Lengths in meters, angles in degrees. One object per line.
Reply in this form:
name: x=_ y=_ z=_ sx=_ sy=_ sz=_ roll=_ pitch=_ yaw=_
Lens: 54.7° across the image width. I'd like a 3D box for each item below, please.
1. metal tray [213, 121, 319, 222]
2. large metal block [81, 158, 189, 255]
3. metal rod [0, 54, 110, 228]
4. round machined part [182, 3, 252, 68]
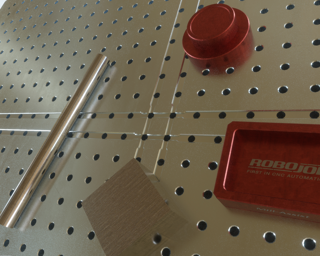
metal tray: x=0.128 y=0.041 z=0.312 sx=0.130 sy=0.030 sz=0.090 roll=3 pitch=63 yaw=29
large metal block: x=-0.029 y=0.095 z=0.349 sx=0.080 sy=0.050 sz=0.080 roll=-41 pitch=51 yaw=0
metal rod: x=-0.159 y=0.009 z=0.486 sx=0.025 sy=0.025 sz=0.300 roll=13 pitch=68 yaw=33
round machined part: x=0.077 y=-0.137 z=0.441 sx=0.098 sy=0.042 sz=0.098 roll=-13 pitch=56 yaw=21
